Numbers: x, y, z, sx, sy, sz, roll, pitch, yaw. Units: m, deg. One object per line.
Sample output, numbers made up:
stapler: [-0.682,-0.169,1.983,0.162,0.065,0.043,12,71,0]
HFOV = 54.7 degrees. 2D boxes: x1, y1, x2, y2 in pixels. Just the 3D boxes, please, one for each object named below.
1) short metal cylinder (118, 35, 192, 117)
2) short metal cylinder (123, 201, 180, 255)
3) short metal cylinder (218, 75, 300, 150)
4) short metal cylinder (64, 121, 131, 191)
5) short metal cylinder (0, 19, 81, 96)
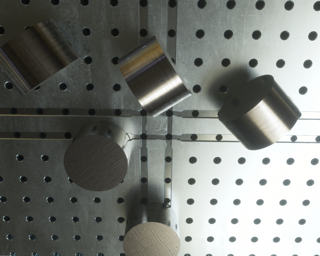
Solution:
short metal cylinder: [-0.005,-0.060,0.362,0.050,0.080,0.080,-31,107,11]
short metal cylinder: [-0.012,0.156,0.457,0.081,0.050,0.079,0,110,0]
short metal cylinder: [0.119,-0.019,0.378,0.080,0.080,0.050,-41,105,14]
short metal cylinder: [-0.080,0.037,0.413,0.081,0.050,0.079,0,111,0]
short metal cylinder: [-0.139,-0.080,0.353,0.080,0.080,0.050,-31,107,10]
